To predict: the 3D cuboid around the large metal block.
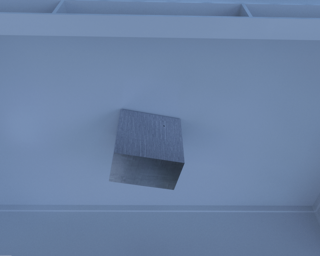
[{"bbox_3d":[-0.017,0.026,0.392,0.081,0.080,0.050,9,129,-8],"label":"large metal block"}]
